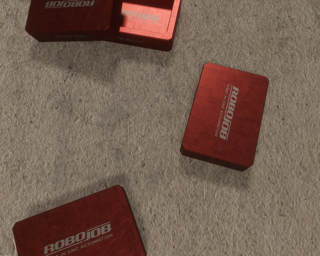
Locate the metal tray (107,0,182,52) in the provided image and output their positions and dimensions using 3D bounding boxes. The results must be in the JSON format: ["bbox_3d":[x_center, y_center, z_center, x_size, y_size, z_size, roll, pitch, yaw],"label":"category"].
[{"bbox_3d":[-0.039,-0.170,0.467,0.131,0.030,0.090,11,70,3],"label":"metal tray"}]

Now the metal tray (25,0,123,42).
[{"bbox_3d":[-0.121,-0.172,0.444,0.131,0.030,0.090,3,78,15],"label":"metal tray"}]

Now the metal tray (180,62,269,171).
[{"bbox_3d":[0.086,-0.017,0.413,0.090,0.030,0.130,15,71,5],"label":"metal tray"}]

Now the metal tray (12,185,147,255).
[{"bbox_3d":[-0.091,0.131,0.357,0.131,0.030,0.090,-20,71,-8],"label":"metal tray"}]
